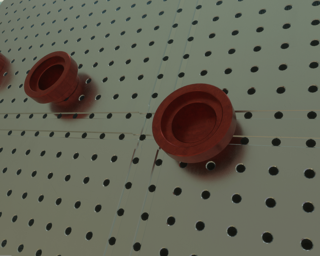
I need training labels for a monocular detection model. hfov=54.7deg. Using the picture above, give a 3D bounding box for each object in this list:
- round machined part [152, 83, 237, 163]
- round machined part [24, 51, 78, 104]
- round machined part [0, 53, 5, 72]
[{"bbox_3d":[0.044,-0.002,0.375,0.098,0.042,0.098,-13,56,20],"label":"round machined part"},{"bbox_3d":[-0.184,-0.083,0.542,0.098,0.042,0.098,-13,56,20],"label":"round machined part"},{"bbox_3d":[-0.400,-0.141,0.690,0.098,0.042,0.098,-13,56,20],"label":"round machined part"}]
